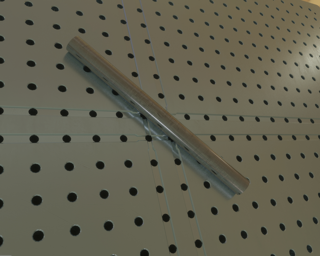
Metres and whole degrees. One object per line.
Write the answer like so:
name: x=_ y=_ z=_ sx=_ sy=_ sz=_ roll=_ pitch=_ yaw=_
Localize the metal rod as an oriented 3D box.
metal rod: x=-0.002 y=-0.016 z=0.417 sx=0.300 sy=0.025 sz=0.025 roll=40 pitch=51 yaw=-1
